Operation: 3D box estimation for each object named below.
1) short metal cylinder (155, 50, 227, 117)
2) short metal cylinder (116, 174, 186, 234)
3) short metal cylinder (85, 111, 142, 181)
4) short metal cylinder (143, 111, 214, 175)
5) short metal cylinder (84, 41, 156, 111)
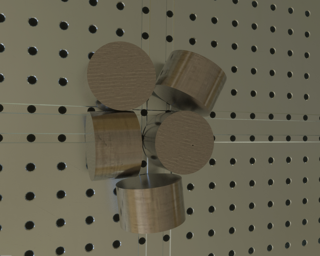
[{"bbox_3d":[0.038,-0.056,0.397,0.080,0.080,0.050,30,80,-18],"label":"short metal cylinder"},{"bbox_3d":[-0.011,0.089,0.379,0.081,0.080,0.050,-7,93,-20],"label":"short metal cylinder"},{"bbox_3d":[-0.057,0.020,0.363,0.050,0.080,0.079,-3,91,-21],"label":"short metal cylinder"},{"bbox_3d":[0.023,0.018,0.408,0.081,0.050,0.079,0,91,-21],"label":"short metal cylinder"},{"bbox_3d":[-0.051,-0.060,0.380,0.081,0.050,0.079,0,90,-19],"label":"short metal cylinder"}]
